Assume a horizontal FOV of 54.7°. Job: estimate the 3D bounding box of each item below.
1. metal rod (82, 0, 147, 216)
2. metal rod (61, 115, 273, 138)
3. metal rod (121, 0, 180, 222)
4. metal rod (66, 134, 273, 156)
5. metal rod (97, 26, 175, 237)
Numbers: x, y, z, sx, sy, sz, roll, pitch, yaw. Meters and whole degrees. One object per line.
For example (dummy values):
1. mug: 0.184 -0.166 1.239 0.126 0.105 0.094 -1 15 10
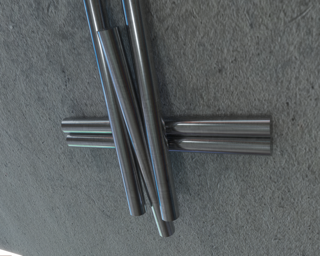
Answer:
1. metal rod: -0.054 -0.021 0.395 0.025 0.025 0.298 0 111 28
2. metal rod: -0.010 -0.003 0.411 0.300 0.025 0.025 0 119 27
3. metal rod: -0.010 -0.021 0.371 0.025 0.025 0.298 0 111 28
4. metal rod: -0.006 0.019 0.423 0.300 0.025 0.025 0 119 27
5. metal rod: -0.023 0.023 0.400 0.025 0.025 0.298 0 118 28
